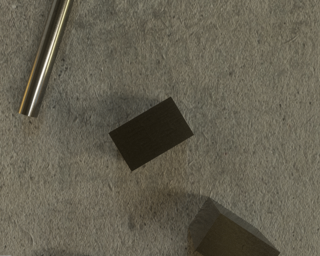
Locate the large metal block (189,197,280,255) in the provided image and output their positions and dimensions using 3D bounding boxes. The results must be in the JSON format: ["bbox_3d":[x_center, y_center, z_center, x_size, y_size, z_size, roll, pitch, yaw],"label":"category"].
[{"bbox_3d":[0.086,0.137,0.384,0.080,0.080,0.050,34,90,-1],"label":"large metal block"}]

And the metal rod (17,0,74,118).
[{"bbox_3d":[-0.130,-0.160,0.408,0.025,0.025,0.298,17,90,-1],"label":"metal rod"}]

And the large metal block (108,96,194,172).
[{"bbox_3d":[-0.010,0.006,0.382,0.080,0.080,0.050,-31,90,0],"label":"large metal block"}]
